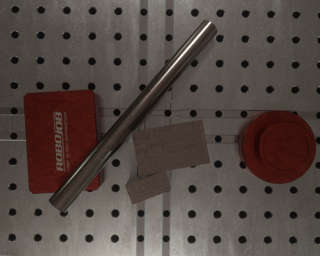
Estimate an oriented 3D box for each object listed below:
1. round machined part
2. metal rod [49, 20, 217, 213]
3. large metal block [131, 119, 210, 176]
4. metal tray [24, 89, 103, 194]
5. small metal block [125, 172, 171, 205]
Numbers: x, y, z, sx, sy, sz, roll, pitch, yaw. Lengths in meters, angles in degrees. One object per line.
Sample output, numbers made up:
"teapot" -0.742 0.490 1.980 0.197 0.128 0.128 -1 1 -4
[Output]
"round machined part" 0.157 0.025 0.407 0.099 0.042 0.097 0 90 -1
"metal rod" -0.028 -0.021 0.393 0.025 0.025 0.300 40 82 0
"large metal block" 0.012 0.022 0.386 0.080 0.080 0.050 -10 90 0
"metal tray" -0.125 0.017 0.409 0.091 0.030 0.129 -3 90 -1
"small metal block" -0.015 0.073 0.401 0.050 0.050 0.025 -21 90 0
